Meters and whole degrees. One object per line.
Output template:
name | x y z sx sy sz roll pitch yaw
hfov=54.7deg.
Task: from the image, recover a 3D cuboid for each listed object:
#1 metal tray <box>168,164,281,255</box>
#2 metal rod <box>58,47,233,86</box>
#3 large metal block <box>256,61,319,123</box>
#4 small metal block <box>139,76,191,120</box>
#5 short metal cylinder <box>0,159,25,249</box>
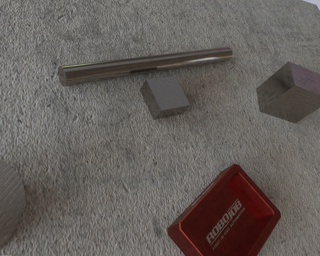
metal tray | 0.083 0.115 0.376 0.090 0.030 0.131 49 51 6
metal rod | 0.000 -0.097 0.464 0.303 0.025 0.025 -16 70 -35
large metal block | 0.226 -0.058 0.528 0.081 0.080 0.050 15 56 -20
small metal block | 0.007 -0.043 0.435 0.050 0.025 0.050 -13 68 -34
short metal cylinder | -0.160 0.068 0.261 0.081 0.050 0.080 14 56 -21
